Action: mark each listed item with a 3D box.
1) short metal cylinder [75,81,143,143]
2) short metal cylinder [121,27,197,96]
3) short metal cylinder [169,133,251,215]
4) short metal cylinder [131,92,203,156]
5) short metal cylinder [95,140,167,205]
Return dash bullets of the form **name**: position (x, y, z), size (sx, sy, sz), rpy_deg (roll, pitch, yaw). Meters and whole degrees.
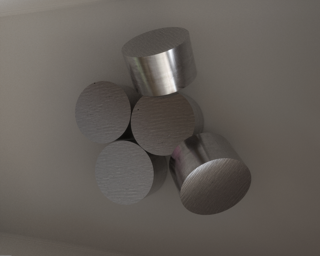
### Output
- **short metal cylinder**: position (-0.065, -0.020, 0.417), size (0.080, 0.050, 0.079), rpy_deg (0, 90, 19)
- **short metal cylinder**: position (0.000, -0.081, 0.371), size (0.080, 0.080, 0.050), rpy_deg (-3, 127, 19)
- **short metal cylinder**: position (0.055, 0.052, 0.354), size (0.081, 0.050, 0.079), rpy_deg (-7, 122, -11)
- **short metal cylinder**: position (0.011, -0.007, 0.391), size (0.080, 0.050, 0.079), rpy_deg (0, 90, 19)
- **short metal cylinder**: position (-0.037, 0.055, 0.407), size (0.080, 0.050, 0.079), rpy_deg (0, 90, 19)
